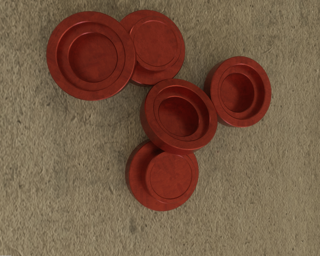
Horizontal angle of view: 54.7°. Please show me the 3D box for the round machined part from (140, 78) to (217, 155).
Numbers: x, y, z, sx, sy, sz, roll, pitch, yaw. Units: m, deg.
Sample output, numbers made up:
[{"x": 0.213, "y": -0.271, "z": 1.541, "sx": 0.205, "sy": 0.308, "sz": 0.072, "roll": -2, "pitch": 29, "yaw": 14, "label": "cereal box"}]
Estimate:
[{"x": 0.021, "y": -0.011, "z": 0.399, "sx": 0.099, "sy": 0.042, "sz": 0.098, "roll": 9, "pitch": 64, "yaw": -19, "label": "round machined part"}]

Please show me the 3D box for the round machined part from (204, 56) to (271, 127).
[{"x": 0.105, "y": -0.050, "z": 0.441, "sx": 0.099, "sy": 0.042, "sz": 0.097, "roll": 0, "pitch": 90, "yaw": -21, "label": "round machined part"}]

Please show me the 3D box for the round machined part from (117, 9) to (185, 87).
[{"x": -0.012, "y": -0.103, "z": 0.397, "sx": 0.099, "sy": 0.042, "sz": 0.097, "roll": 0, "pitch": 90, "yaw": -21, "label": "round machined part"}]

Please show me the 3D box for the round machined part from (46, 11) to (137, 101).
[{"x": -0.076, "y": -0.081, "z": 0.362, "sx": 0.099, "sy": 0.042, "sz": 0.097, "roll": 0, "pitch": 97, "yaw": 1, "label": "round machined part"}]

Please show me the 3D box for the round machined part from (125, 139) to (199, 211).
[{"x": 0.008, "y": 0.060, "z": 0.405, "sx": 0.099, "sy": 0.042, "sz": 0.097, "roll": 0, "pitch": 90, "yaw": -21, "label": "round machined part"}]
